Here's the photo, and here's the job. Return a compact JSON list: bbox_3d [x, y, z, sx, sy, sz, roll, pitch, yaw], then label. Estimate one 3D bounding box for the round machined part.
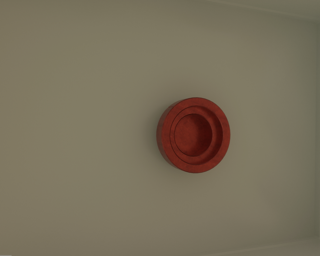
[{"bbox_3d":[0.041,0.009,0.416,0.099,0.042,0.097,0,90,-20],"label":"round machined part"}]
